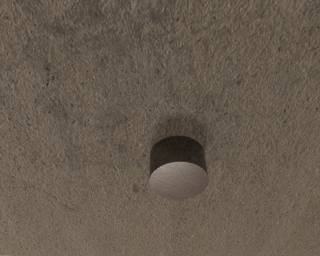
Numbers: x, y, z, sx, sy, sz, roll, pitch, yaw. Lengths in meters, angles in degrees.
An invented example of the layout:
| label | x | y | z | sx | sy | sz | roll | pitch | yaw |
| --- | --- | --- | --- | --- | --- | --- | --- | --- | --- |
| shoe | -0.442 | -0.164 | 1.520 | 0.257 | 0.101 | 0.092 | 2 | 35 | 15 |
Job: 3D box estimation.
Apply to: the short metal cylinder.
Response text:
| label | x | y | z | sx | sy | sz | roll | pitch | yaw |
| --- | --- | --- | --- | --- | --- | --- | --- | --- | --- |
| short metal cylinder | 0.026 | 0.057 | 0.440 | 0.081 | 0.050 | 0.079 | 0 | 130 | 0 |
